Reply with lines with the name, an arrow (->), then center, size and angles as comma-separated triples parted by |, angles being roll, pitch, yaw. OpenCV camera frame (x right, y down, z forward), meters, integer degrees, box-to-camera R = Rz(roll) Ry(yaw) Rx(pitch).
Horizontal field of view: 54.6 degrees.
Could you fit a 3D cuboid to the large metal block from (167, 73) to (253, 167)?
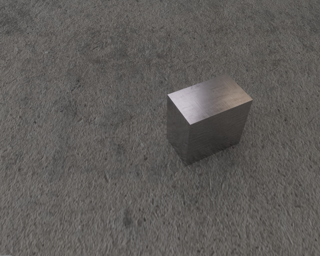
large metal block -> 0.056, -0.009, 0.375 | 0.081, 0.080, 0.050 | -21, 53, -17
